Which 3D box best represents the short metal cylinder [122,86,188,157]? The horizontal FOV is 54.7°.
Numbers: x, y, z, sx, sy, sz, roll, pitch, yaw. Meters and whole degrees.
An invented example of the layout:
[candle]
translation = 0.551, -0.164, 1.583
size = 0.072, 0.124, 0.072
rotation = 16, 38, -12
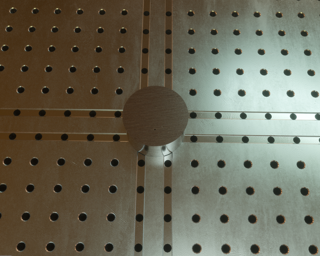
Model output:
[short metal cylinder]
translation = -0.006, -0.008, 0.401
size = 0.081, 0.050, 0.080
rotation = 0, 70, 0
